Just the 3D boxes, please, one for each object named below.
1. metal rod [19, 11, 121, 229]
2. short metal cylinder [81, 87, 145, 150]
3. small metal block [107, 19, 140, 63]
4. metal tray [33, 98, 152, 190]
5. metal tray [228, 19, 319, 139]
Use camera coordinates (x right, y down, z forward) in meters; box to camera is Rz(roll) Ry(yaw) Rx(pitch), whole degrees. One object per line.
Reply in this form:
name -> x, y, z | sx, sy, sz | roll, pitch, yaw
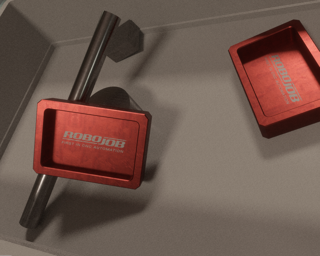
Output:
metal rod -> -0.120, -0.007, 0.408 | 0.025, 0.025, 0.298 | 26, 95, 36
short metal cylinder -> -0.064, -0.010, 0.428 | 0.080, 0.050, 0.080 | -13, 56, 21
small metal block -> -0.062, -0.145, 0.518 | 0.050, 0.025, 0.050 | -21, 53, 32
metal tray -> -0.081, 0.017, 0.372 | 0.131, 0.030, 0.089 | 8, 100, 4
metal tray -> 0.143, -0.060, 0.364 | 0.090, 0.030, 0.130 | -21, 54, 15
